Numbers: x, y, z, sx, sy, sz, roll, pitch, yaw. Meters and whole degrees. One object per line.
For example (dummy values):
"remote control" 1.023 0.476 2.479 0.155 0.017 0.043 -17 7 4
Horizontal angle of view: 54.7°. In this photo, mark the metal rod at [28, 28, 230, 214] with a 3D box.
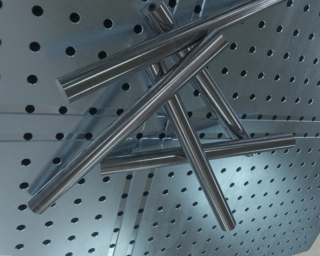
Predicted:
"metal rod" -0.045 0.001 0.357 0.300 0.025 0.025 -41 130 12

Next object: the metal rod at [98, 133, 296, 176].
"metal rod" 0.065 0.035 0.448 0.303 0.025 0.025 -6 122 -18

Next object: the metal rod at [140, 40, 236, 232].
"metal rod" 0.043 0.026 0.408 0.025 0.025 0.299 -31 115 -9

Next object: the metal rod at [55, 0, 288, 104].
"metal rod" 0.033 -0.102 0.336 0.302 0.025 0.025 -30 129 -22

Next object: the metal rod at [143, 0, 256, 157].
"metal rod" 0.072 -0.045 0.424 0.025 0.025 0.300 -43 130 1
